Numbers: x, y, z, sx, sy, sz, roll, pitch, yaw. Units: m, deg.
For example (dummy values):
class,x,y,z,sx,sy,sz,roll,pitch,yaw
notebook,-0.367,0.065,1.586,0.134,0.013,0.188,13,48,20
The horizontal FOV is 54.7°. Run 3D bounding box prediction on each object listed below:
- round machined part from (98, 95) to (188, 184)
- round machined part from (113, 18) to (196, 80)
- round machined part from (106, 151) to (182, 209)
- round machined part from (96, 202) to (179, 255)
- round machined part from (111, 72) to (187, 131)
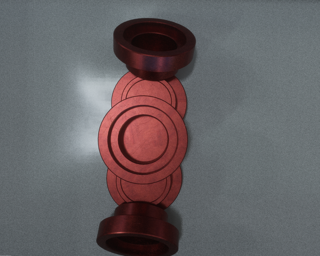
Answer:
class,x,y,z,sx,sy,sz,roll,pitch,yaw
round machined part,-0.018,0.013,0.358,0.099,0.042,0.097,0,90,-1
round machined part,-0.008,-0.095,0.383,0.099,0.098,0.042,7,132,-1
round machined part,-0.020,0.065,0.401,0.099,0.042,0.097,0,90,-1
round machined part,-0.026,0.126,0.383,0.099,0.097,0.042,6,53,-1
round machined part,-0.014,-0.033,0.401,0.099,0.042,0.097,0,90,-1
